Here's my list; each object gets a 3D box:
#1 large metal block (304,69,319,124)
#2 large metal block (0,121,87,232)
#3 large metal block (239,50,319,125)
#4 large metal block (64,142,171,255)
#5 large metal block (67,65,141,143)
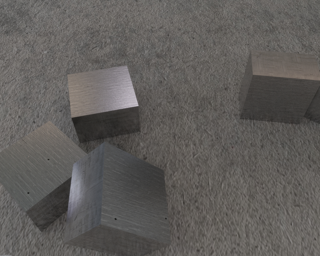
[{"bbox_3d":[0.238,-0.058,0.418,0.050,0.080,0.080,29,56,22],"label":"large metal block"},{"bbox_3d":[-0.127,0.051,0.343,0.080,0.050,0.080,36,58,26],"label":"large metal block"},{"bbox_3d":[0.154,-0.053,0.413,0.080,0.080,0.050,6,50,5],"label":"large metal block"},{"bbox_3d":[-0.039,0.072,0.299,0.050,0.080,0.080,-34,43,30],"label":"large metal block"},{"bbox_3d":[-0.075,-0.033,0.414,0.081,0.050,0.080,-11,51,-9],"label":"large metal block"}]
